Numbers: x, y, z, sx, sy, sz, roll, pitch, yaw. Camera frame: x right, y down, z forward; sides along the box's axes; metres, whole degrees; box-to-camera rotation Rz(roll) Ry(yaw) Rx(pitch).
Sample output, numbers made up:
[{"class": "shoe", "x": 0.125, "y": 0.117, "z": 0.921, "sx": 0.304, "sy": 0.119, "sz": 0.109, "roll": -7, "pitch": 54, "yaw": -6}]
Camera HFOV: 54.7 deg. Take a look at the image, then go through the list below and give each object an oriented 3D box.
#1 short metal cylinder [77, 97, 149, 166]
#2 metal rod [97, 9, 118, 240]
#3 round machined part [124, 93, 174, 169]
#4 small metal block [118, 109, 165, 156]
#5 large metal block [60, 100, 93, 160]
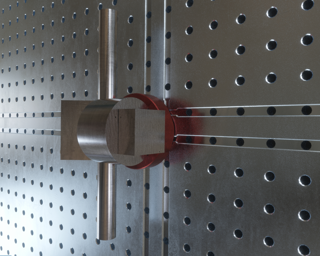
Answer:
[{"class": "short metal cylinder", "x": -0.051, "y": 0.004, "z": 0.374, "sx": 0.050, "sy": 0.081, "sz": 0.079, "roll": 1, "pitch": 91, "yaw": 40}, {"class": "metal rod", "x": -0.070, "y": -0.004, "z": 0.410, "sx": 0.025, "sy": 0.025, "sz": 0.298, "roll": 1, "pitch": 91, "yaw": 39}, {"class": "round machined part", "x": -0.020, "y": 0.004, "z": 0.411, "sx": 0.098, "sy": 0.042, "sz": 0.097, "roll": 0, "pitch": 90, "yaw": 39}, {"class": "small metal block", "x": -0.020, "y": 0.004, "z": 0.353, "sx": 0.025, "sy": 0.050, "sz": 0.050, "roll": 2, "pitch": 91, "yaw": 40}, {"class": "large metal block", "x": -0.108, "y": 0.002, "z": 0.452, "sx": 0.050, "sy": 0.080, "sz": 0.079, "roll": 1, "pitch": 91, "yaw": -1}]
